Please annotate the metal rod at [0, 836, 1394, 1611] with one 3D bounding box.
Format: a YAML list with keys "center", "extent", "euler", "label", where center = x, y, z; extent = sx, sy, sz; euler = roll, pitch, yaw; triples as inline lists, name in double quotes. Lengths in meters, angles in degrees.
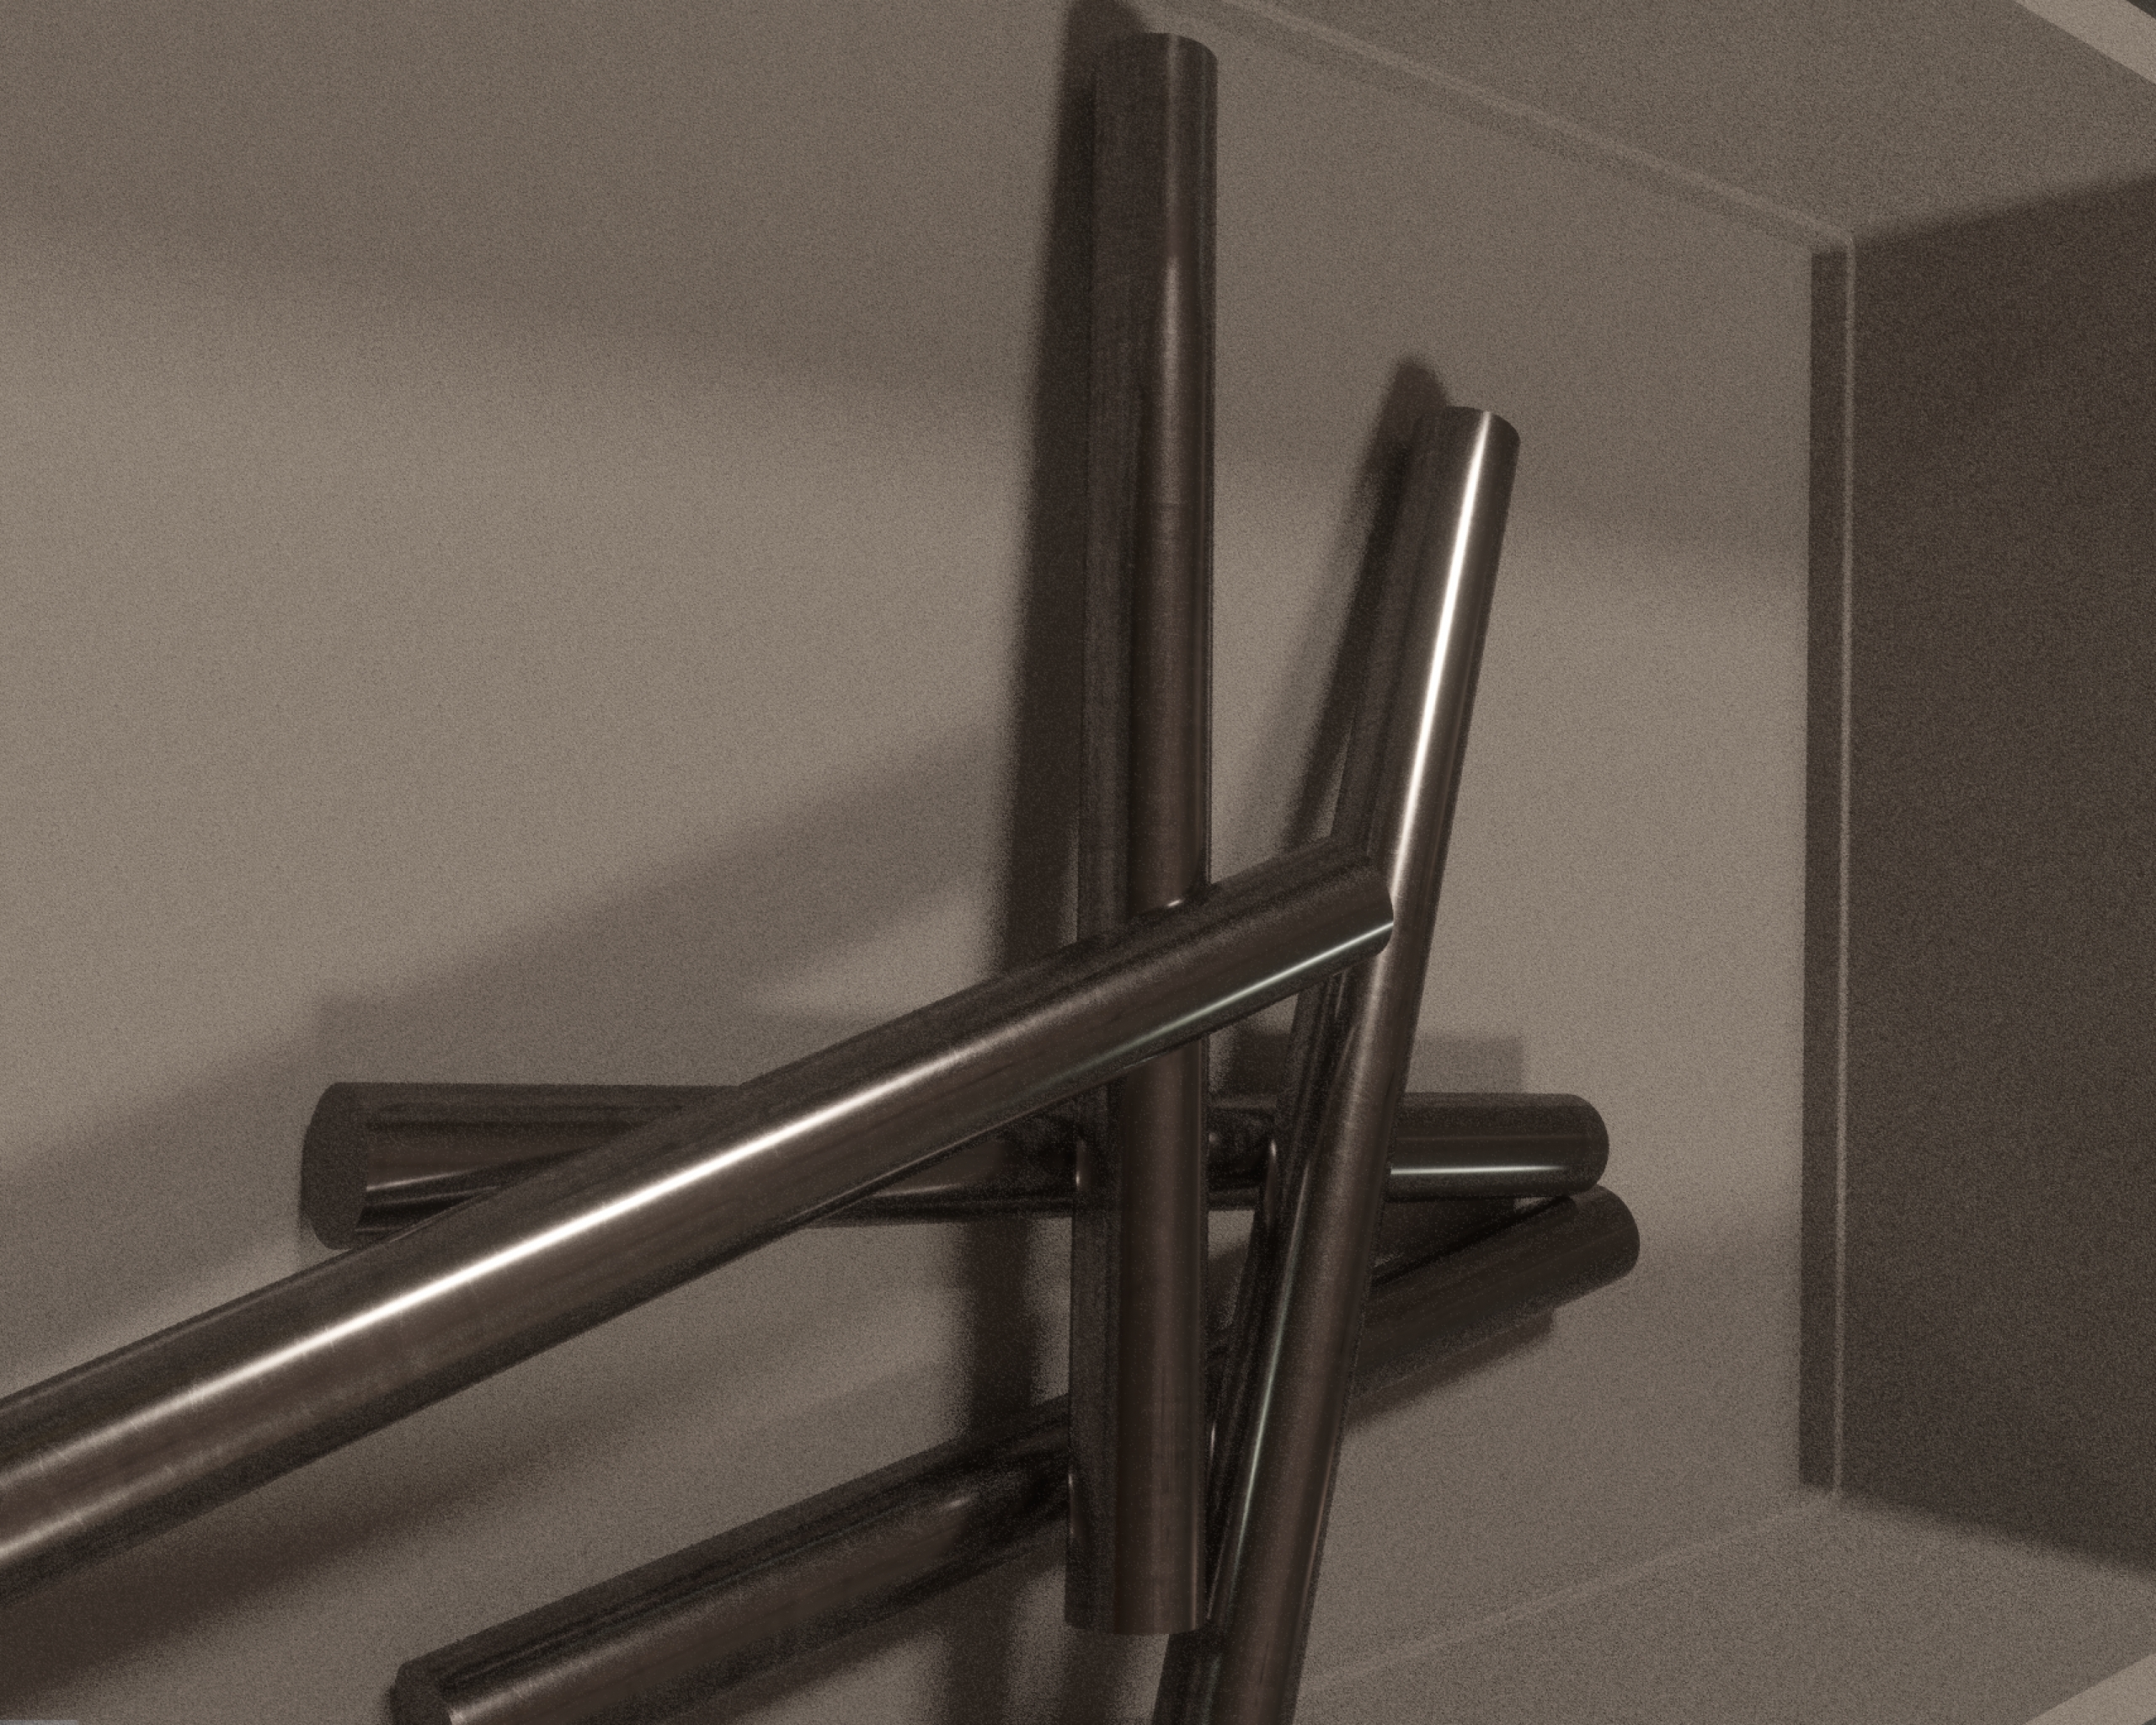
- center: [-0.067, 0.054, 0.317]
  extent: [0.302, 0.025, 0.025]
  euler: [-22, 104, -32]
  label: "metal rod"

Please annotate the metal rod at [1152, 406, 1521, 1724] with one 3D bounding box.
- center: [0.056, 0.037, 0.428]
  extent: [0.025, 0.025, 0.299]
  euler: [31, 63, -36]
  label: "metal rod"

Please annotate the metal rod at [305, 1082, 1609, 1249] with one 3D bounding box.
- center: [0.004, 0.057, 0.410]
  extent: [0.302, 0.025, 0.025]
  euler: [6, 87, -40]
  label: "metal rod"

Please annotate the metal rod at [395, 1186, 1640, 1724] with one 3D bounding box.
- center: [0.014, 0.114, 0.419]
  extent: [0.302, 0.025, 0.025]
  euler: [-11, 97, -40]
  label: "metal rod"

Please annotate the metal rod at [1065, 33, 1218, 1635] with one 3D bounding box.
- center: [0.013, -0.012, 0.395]
  extent: [0.025, 0.025, 0.298]
  euler: [9, 78, -40]
  label: "metal rod"
